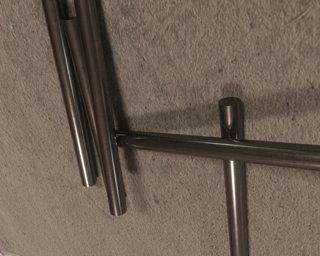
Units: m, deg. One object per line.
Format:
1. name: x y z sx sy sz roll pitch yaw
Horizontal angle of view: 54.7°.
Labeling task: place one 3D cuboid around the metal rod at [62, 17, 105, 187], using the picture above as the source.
1. metal rod: -0.089 -0.004 0.449 0.025 0.025 0.298 6 122 24

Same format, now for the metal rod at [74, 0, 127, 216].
1. metal rod: -0.074 -0.016 0.407 0.025 0.025 0.298 5 113 25

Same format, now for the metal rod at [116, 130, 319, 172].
1. metal rod: 0.055 0.022 0.361 0.300 0.025 0.025 4 121 36

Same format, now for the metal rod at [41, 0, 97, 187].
1. metal rod: -0.125 -0.037 0.447 0.025 0.025 0.298 11 123 22

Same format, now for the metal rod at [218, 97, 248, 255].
1. metal rod: 0.102 0.101 0.414 0.025 0.025 0.298 4 120 26
